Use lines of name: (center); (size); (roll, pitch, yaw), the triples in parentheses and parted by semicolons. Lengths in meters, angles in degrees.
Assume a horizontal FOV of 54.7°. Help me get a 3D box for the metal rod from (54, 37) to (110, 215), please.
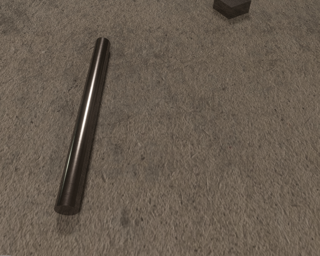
metal rod: (-0.098, -0.027, 0.424); (0.025, 0.025, 0.300); (1, 50, 0)

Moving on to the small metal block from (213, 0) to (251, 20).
small metal block: (0.141, -0.244, 0.610); (0.050, 0.025, 0.050); (-25, 55, -20)
